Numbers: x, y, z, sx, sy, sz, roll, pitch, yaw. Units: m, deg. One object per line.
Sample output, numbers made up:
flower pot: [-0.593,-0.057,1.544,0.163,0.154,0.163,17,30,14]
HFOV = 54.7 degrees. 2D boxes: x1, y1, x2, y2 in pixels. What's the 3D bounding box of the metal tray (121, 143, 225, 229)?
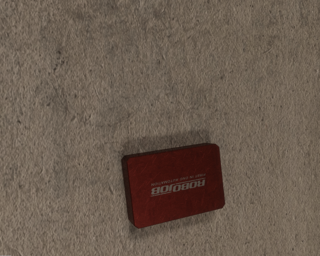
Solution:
metal tray: [0.020,0.073,0.415,0.131,0.030,0.089,-7,93,-20]
